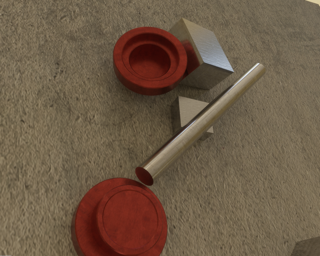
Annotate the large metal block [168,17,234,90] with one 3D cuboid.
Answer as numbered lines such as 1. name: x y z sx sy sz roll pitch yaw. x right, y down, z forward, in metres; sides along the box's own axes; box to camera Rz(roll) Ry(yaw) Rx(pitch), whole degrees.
1. large metal block: 0.056 -0.109 0.470 0.081 0.050 0.080 3 59 -48

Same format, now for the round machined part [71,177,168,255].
1. round machined part: -0.036 0.096 0.315 0.099 0.042 0.098 14 56 -21

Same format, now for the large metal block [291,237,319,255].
1. large metal block: 0.202 0.194 0.378 0.080 0.050 0.080 47 51 4

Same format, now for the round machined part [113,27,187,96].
1. round machined part: -0.015 -0.087 0.426 0.099 0.042 0.098 3 67 -8

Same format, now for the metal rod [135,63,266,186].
1. metal rod: 0.074 -0.023 0.425 0.025 0.025 0.302 47 51 4

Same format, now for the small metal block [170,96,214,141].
1. small metal block: 0.044 -0.013 0.436 0.050 0.025 0.050 11 57 -22
